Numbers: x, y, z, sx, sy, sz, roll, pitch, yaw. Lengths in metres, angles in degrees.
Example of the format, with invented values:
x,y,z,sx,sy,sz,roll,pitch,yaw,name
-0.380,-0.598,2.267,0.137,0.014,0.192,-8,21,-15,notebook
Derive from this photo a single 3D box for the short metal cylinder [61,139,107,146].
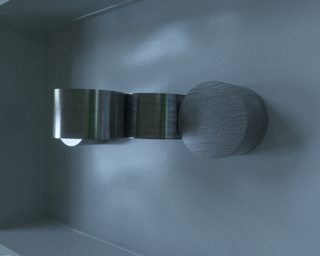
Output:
x,y,z,sx,sy,sz,roll,pitch,yaw,name
-0.118,-0.013,0.486,0.080,0.050,0.080,0,90,40,short metal cylinder

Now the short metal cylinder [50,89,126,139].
x,y,z,sx,sy,sz,roll,pitch,yaw,name
-0.080,-0.015,0.345,0.080,0.081,0.050,2,92,40,short metal cylinder

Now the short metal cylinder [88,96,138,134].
x,y,z,sx,sy,sz,roll,pitch,yaw,name
-0.066,-0.016,0.423,0.080,0.081,0.050,2,92,40,short metal cylinder

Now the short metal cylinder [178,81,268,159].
x,y,z,sx,sy,sz,roll,pitch,yaw,name
0.067,-0.008,0.333,0.080,0.050,0.080,0,90,40,short metal cylinder

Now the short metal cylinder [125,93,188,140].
x,y,z,sx,sy,sz,roll,pitch,yaw,name
-0.004,-0.014,0.372,0.080,0.081,0.050,2,92,40,short metal cylinder
